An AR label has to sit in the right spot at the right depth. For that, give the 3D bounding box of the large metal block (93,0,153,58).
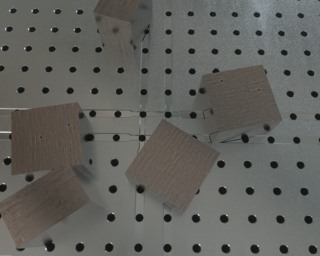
[{"bbox_3d":[-0.048,-0.162,0.441,0.050,0.080,0.080,18,71,6],"label":"large metal block"}]

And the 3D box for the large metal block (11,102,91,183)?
[{"bbox_3d":[-0.135,0.019,0.390,0.081,0.050,0.080,-9,70,-4],"label":"large metal block"}]

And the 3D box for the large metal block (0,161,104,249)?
[{"bbox_3d":[-0.117,0.089,0.349,0.080,0.080,0.050,-32,74,-11],"label":"large metal block"}]

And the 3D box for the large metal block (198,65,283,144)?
[{"bbox_3d":[0.102,-0.031,0.411,0.081,0.050,0.080,-11,71,-4],"label":"large metal block"}]

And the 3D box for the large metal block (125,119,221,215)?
[{"bbox_3d":[0.015,0.049,0.381,0.080,0.050,0.080,31,73,10],"label":"large metal block"}]
